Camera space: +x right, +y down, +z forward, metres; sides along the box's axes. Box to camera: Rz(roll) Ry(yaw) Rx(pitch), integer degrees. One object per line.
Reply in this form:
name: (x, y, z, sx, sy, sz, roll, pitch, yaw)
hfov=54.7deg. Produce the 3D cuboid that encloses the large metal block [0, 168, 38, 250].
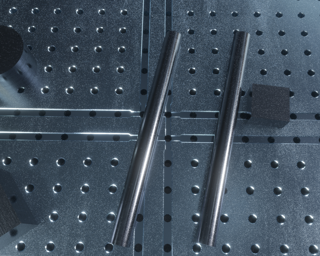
large metal block: (-0.205, 0.101, 0.359, 0.080, 0.050, 0.080, -33, 74, -12)

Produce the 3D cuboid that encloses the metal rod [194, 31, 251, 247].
metal rod: (0.088, 0.000, 0.412, 0.025, 0.025, 0.299, 13, 70, 4)

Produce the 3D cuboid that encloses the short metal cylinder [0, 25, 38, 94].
short metal cylinder: (-0.220, -0.094, 0.430, 0.081, 0.050, 0.080, 0, 70, -1)

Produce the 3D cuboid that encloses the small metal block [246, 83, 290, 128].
small metal block: (0.148, -0.030, 0.425, 0.050, 0.025, 0.050, 7, 70, 2)

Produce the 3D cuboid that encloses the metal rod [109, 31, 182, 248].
metal rod: (-0.013, 0.000, 0.411, 0.025, 0.025, 0.299, 13, 70, 4)
